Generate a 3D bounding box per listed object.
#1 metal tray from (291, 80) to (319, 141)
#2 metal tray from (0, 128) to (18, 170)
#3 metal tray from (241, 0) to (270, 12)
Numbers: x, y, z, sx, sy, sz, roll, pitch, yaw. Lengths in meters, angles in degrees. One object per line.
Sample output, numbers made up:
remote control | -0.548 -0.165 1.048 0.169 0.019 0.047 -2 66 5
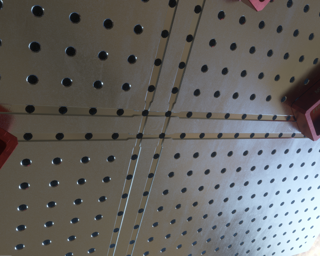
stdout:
metal tray | 0.300 -0.048 0.545 0.130 0.030 0.090 -41 130 0
metal tray | -0.208 0.041 0.281 0.090 0.030 0.130 46 63 -40
metal tray | 0.124 -0.202 0.327 0.130 0.030 0.090 -49 143 18
